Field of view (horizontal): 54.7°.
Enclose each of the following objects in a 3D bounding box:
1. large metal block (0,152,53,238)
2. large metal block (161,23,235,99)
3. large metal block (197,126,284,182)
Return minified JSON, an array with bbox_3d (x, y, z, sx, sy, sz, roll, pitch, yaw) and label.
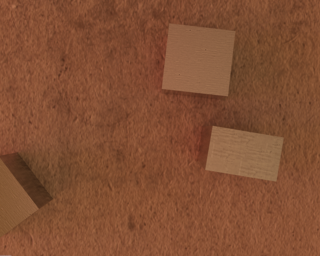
[{"bbox_3d":[-0.201,0.089,0.395,0.080,0.050,0.080,-37,90,0],"label":"large metal block"},{"bbox_3d":[0.047,-0.082,0.398,0.081,0.050,0.079,6,90,-1],"label":"large metal block"},{"bbox_3d":[0.094,0.028,0.384,0.080,0.080,0.050,9,90,-1],"label":"large metal block"}]
